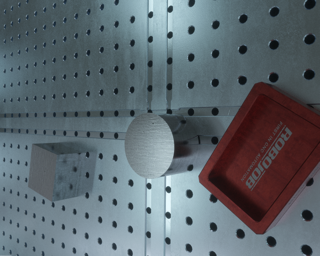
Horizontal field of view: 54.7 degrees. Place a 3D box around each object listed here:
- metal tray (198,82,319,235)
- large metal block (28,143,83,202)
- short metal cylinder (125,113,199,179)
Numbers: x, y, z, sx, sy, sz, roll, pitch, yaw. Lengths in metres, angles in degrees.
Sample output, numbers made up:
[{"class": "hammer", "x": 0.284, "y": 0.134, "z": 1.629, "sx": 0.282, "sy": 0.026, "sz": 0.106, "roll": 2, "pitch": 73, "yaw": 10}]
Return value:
[{"class": "metal tray", "x": 0.107, "y": 0.030, "z": 0.317, "sx": 0.090, "sy": 0.030, "sz": 0.129, "roll": 41, "pitch": 115, "yaw": 32}, {"class": "large metal block", "x": -0.185, "y": 0.074, "z": 0.546, "sx": 0.080, "sy": 0.050, "sz": 0.079, "roll": 14, "pitch": 99, "yaw": 39}, {"class": "short metal cylinder", "x": 0.001, "y": 0.021, "z": 0.392, "sx": 0.080, "sy": 0.050, "sz": 0.079, "roll": 0, "pitch": 90, "yaw": 40}]
